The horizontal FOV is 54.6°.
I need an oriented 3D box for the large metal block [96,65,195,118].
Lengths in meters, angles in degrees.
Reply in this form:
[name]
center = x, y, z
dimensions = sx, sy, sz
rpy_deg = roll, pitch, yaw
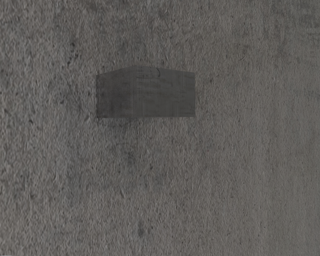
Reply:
[large metal block]
center = -0.017, -0.037, 0.354
dimensions = 0.081, 0.080, 0.050
rpy_deg = -1, 91, -40
